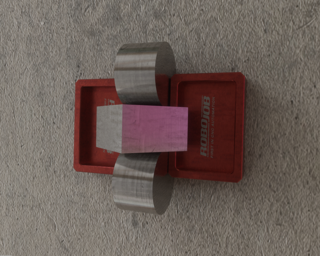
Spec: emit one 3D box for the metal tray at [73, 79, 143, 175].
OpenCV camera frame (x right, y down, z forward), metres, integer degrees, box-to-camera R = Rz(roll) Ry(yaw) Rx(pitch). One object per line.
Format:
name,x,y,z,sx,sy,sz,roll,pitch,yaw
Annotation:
metal tray,-0.073,-0.002,0.434,0.090,0.030,0.129,2,91,19

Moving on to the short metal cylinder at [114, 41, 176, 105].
short metal cylinder,-0.015,-0.065,0.386,0.050,0.080,0.079,2,91,20

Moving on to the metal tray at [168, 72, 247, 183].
metal tray,0.059,-0.002,0.387,0.090,0.030,0.129,2,91,19

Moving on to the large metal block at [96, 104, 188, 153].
large metal block,-0.023,0.000,0.367,0.080,0.081,0.050,3,93,60

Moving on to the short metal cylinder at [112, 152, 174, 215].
short metal cylinder,-0.018,0.065,0.387,0.050,0.080,0.079,2,91,20
